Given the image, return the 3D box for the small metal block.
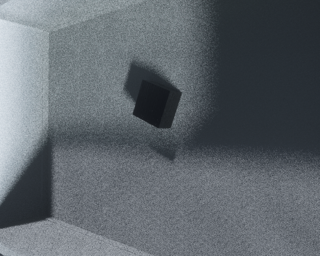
[{"bbox_3d":[-0.004,-0.032,0.412,0.050,0.025,0.050,28,107,36],"label":"small metal block"}]
